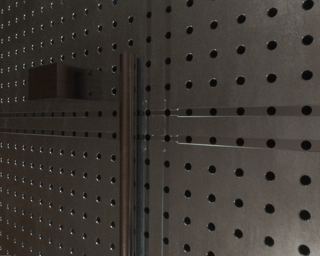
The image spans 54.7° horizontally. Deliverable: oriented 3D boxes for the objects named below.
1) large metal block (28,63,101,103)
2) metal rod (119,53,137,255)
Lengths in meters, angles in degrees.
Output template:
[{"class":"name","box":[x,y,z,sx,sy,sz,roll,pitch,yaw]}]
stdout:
[{"class":"large metal block","box":[-0.152,-0.068,0.496,0.080,0.081,0.050,0,90,39]},{"class":"metal rod","box":[-0.046,0.044,0.444,0.025,0.025,0.298,0,90,39]}]
